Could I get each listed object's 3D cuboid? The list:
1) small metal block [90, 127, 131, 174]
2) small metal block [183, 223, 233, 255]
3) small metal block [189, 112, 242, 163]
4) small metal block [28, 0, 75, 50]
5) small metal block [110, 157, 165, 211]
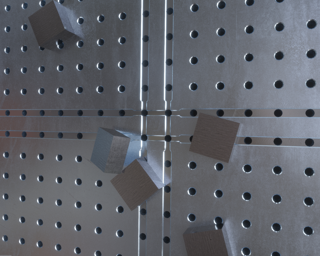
[{"bbox_3d":[-0.069,0.030,0.423,0.050,0.025,0.050,23,99,54],"label":"small metal block"},{"bbox_3d":[0.061,0.152,0.390,0.050,0.025,0.050,-15,85,19],"label":"small metal block"},{"bbox_3d":[0.070,0.011,0.388,0.050,0.025,0.050,17,96,18],"label":"small metal block"},{"bbox_3d":[-0.164,-0.155,0.469,0.050,0.025,0.050,-25,82,18],"label":"small metal block"},{"bbox_3d":[-0.031,0.076,0.422,0.050,0.025,0.050,-41,78,15],"label":"small metal block"}]
